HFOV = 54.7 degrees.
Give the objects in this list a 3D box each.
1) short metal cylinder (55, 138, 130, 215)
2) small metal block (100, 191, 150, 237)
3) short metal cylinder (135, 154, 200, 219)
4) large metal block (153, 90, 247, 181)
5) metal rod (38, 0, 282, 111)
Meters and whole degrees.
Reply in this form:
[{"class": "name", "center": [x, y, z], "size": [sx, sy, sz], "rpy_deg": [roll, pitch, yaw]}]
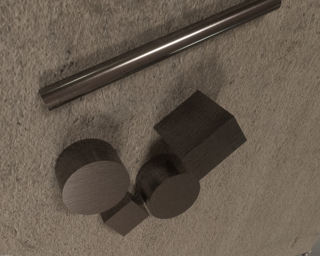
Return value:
[{"class": "short metal cylinder", "center": [-0.084, 0.060, 0.383], "size": [0.081, 0.050, 0.079], "rpy_deg": [-14, 125, -21]}, {"class": "small metal block", "center": [-0.052, 0.126, 0.458], "size": [0.050, 0.025, 0.050], "rpy_deg": [-40, 130, -2]}, {"class": "short metal cylinder", "center": [0.011, 0.085, 0.451], "size": [0.081, 0.050, 0.079], "rpy_deg": [-14, 125, -21]}, {"class": "large metal block", "center": [0.050, 0.007, 0.405], "size": [0.080, 0.080, 0.050], "rpy_deg": [-40, 130, -2]}, {"class": "metal rod", "center": [0.011, -0.095, 0.355], "size": [0.302, 0.025, 0.025], "rpy_deg": [-27, 128, -12]}]
